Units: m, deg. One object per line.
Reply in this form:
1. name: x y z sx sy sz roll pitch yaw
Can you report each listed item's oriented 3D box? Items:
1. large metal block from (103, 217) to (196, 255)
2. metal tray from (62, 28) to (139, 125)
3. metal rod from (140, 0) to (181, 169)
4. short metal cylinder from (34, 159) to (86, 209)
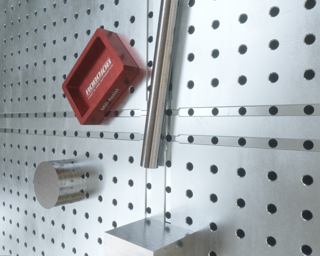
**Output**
1. large metal block: -0.013 0.153 0.384 0.080 0.081 0.050 3 92 40
2. metal tray: -0.099 -0.077 0.487 0.129 0.030 0.090 -47 62 29
3. metal rod: 0.005 -0.095 0.405 0.025 0.025 0.298 13 98 39
4. short metal cylinder: -0.175 0.095 0.538 0.080 0.050 0.079 0 90 40
